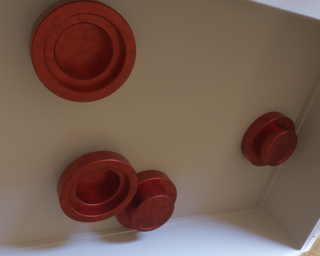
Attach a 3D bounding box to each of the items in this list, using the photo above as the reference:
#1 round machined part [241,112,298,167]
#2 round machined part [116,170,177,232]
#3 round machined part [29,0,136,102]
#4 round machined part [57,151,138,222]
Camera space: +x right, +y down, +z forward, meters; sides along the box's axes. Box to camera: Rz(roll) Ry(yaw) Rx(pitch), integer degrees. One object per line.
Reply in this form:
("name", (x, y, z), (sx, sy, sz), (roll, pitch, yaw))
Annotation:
("round machined part", (0.189, 0.025, 0.520), (0.099, 0.042, 0.097), (-14, 125, -21))
("round machined part", (-0.018, 0.114, 0.461), (0.099, 0.042, 0.097), (-14, 125, -21))
("round machined part", (-0.077, -0.078, 0.308), (0.099, 0.042, 0.097), (-14, 125, -21))
("round machined part", (-0.082, 0.070, 0.398), (0.099, 0.042, 0.097), (-14, 125, -21))
